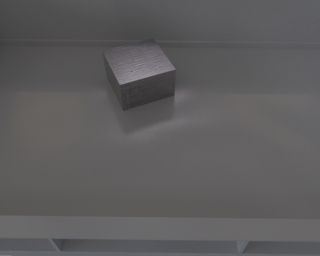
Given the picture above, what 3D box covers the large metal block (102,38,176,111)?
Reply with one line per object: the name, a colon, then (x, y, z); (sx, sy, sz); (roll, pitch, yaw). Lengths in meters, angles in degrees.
large metal block: (-0.031, -0.080, 0.456); (0.081, 0.050, 0.080); (-18, 53, -15)
